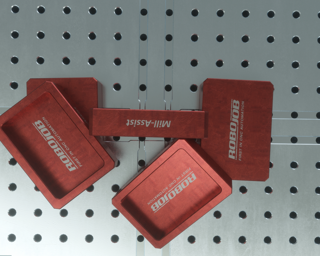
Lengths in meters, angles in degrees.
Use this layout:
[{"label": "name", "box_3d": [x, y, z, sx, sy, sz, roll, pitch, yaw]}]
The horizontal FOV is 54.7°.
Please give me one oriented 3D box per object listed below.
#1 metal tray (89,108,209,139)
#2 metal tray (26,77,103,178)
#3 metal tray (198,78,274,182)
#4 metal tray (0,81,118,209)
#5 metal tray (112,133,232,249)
[{"label": "metal tray", "box_3d": [-0.012, -0.005, 0.380, 0.131, 0.090, 0.030, 2, 90, -1]}, {"label": "metal tray", "box_3d": [-0.124, 0.000, 0.409, 0.091, 0.030, 0.129, -1, 91, 0]}, {"label": "metal tray", "box_3d": [0.098, 0.002, 0.411, 0.091, 0.030, 0.129, 3, 90, -1]}, {"label": "metal tray", "box_3d": [-0.126, 0.020, 0.377, 0.090, 0.030, 0.130, -38, 91, -1]}, {"label": "metal tray", "box_3d": [0.014, 0.081, 0.392, 0.130, 0.030, 0.090, -43, 91, 17]}]
